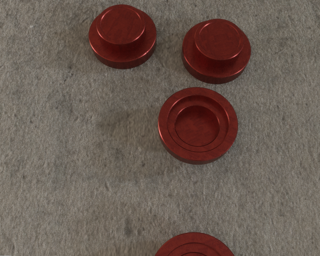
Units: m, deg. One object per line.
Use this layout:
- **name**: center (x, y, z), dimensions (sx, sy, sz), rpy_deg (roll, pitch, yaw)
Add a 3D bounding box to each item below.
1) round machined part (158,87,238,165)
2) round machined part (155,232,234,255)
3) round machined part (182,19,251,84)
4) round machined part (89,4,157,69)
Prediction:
- **round machined part**: center (0.047, 0.000, 0.400), dimensions (0.099, 0.042, 0.098), rpy_deg (0, 70, -1)
- **round machined part**: center (0.037, 0.166, 0.339), dimensions (0.099, 0.042, 0.098), rpy_deg (0, 70, -1)
- **round machined part**: center (0.081, -0.116, 0.442), dimensions (0.099, 0.042, 0.098), rpy_deg (0, 70, -1)
- **round machined part**: center (-0.054, -0.138, 0.449), dimensions (0.099, 0.042, 0.098), rpy_deg (0, 70, -1)
